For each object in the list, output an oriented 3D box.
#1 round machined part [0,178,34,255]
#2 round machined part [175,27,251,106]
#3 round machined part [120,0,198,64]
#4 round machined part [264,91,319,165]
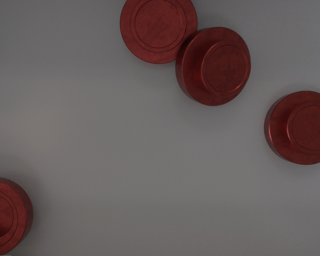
[{"bbox_3d":[-0.213,0.112,0.401,0.099,0.042,0.097,0,90,0],"label":"round machined part"},{"bbox_3d":[0.072,-0.075,0.385,0.099,0.042,0.097,-6,107,-20],"label":"round machined part"},{"bbox_3d":[-0.002,-0.130,0.391,0.099,0.042,0.097,0,106,1],"label":"round machined part"},{"bbox_3d":[0.192,0.000,0.404,0.099,0.042,0.097,0,90,0],"label":"round machined part"}]
